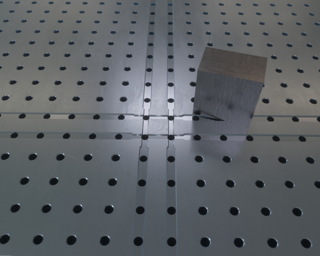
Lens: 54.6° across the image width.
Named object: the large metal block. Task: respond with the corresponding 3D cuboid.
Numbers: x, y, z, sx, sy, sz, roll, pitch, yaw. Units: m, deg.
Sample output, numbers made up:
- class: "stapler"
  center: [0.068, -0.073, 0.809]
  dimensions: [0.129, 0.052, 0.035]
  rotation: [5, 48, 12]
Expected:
- class: "large metal block"
  center: [0.092, -0.055, 0.419]
  dimensions: [0.080, 0.080, 0.050]
  rotation: [13, 51, 11]
